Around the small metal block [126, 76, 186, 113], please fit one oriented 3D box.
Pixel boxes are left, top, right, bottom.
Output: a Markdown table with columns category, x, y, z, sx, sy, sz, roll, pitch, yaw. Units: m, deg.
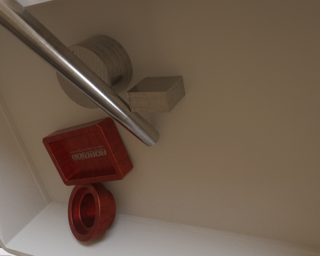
| category | x | y | z | sx | sy | sz | roll | pitch | yaw |
| --- | --- | --- | --- | --- | --- | --- | --- | --- | --- |
| small metal block | -0.004 | -0.041 | 0.368 | 0.050 | 0.050 | 0.025 | 2 | 120 | 27 |

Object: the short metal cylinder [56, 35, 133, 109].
| category | x | y | z | sx | sy | sz | roll | pitch | yaw |
| --- | --- | --- | --- | --- | --- | --- | --- | --- | --- |
| short metal cylinder | -0.082 | -0.071 | 0.390 | 0.080 | 0.050 | 0.079 | 13 | 124 | 20 |

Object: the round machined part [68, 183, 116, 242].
| category | x | y | z | sx | sy | sz | roll | pitch | yaw |
| --- | --- | --- | --- | --- | --- | --- | --- | --- | --- |
| round machined part | -0.111 | 0.137 | 0.517 | 0.098 | 0.042 | 0.097 | -10 | 76 | 44 |

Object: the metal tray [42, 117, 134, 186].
| category | x | y | z | sx | sy | sz | roll | pitch | yaw |
| --- | --- | --- | --- | --- | --- | --- | --- | --- | --- |
| metal tray | -0.114 | 0.040 | 0.483 | 0.130 | 0.030 | 0.090 | -12 | 107 | 33 |

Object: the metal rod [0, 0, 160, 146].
| category | x | y | z | sx | sy | sz | roll | pitch | yaw |
| --- | --- | --- | --- | --- | --- | --- | --- | --- | --- |
| metal rod | -0.088 | -0.060 | 0.313 | 0.025 | 0.025 | 0.300 | -9 | 146 | 32 |
